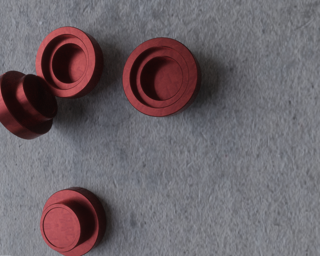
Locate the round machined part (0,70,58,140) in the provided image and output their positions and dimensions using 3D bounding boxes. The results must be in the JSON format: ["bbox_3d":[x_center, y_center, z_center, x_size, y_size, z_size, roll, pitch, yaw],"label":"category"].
[{"bbox_3d":[-0.182,-0.036,0.433,0.042,0.098,0.098,-24,82,13],"label":"round machined part"}]

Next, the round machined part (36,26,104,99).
[{"bbox_3d":[-0.123,-0.090,0.442,0.098,0.042,0.097,0,90,19],"label":"round machined part"}]

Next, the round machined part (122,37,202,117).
[{"bbox_3d":[0.005,-0.062,0.397,0.098,0.042,0.097,0,90,19],"label":"round machined part"}]

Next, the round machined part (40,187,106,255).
[{"bbox_3d":[-0.131,0.137,0.445,0.098,0.042,0.097,0,90,19],"label":"round machined part"}]
